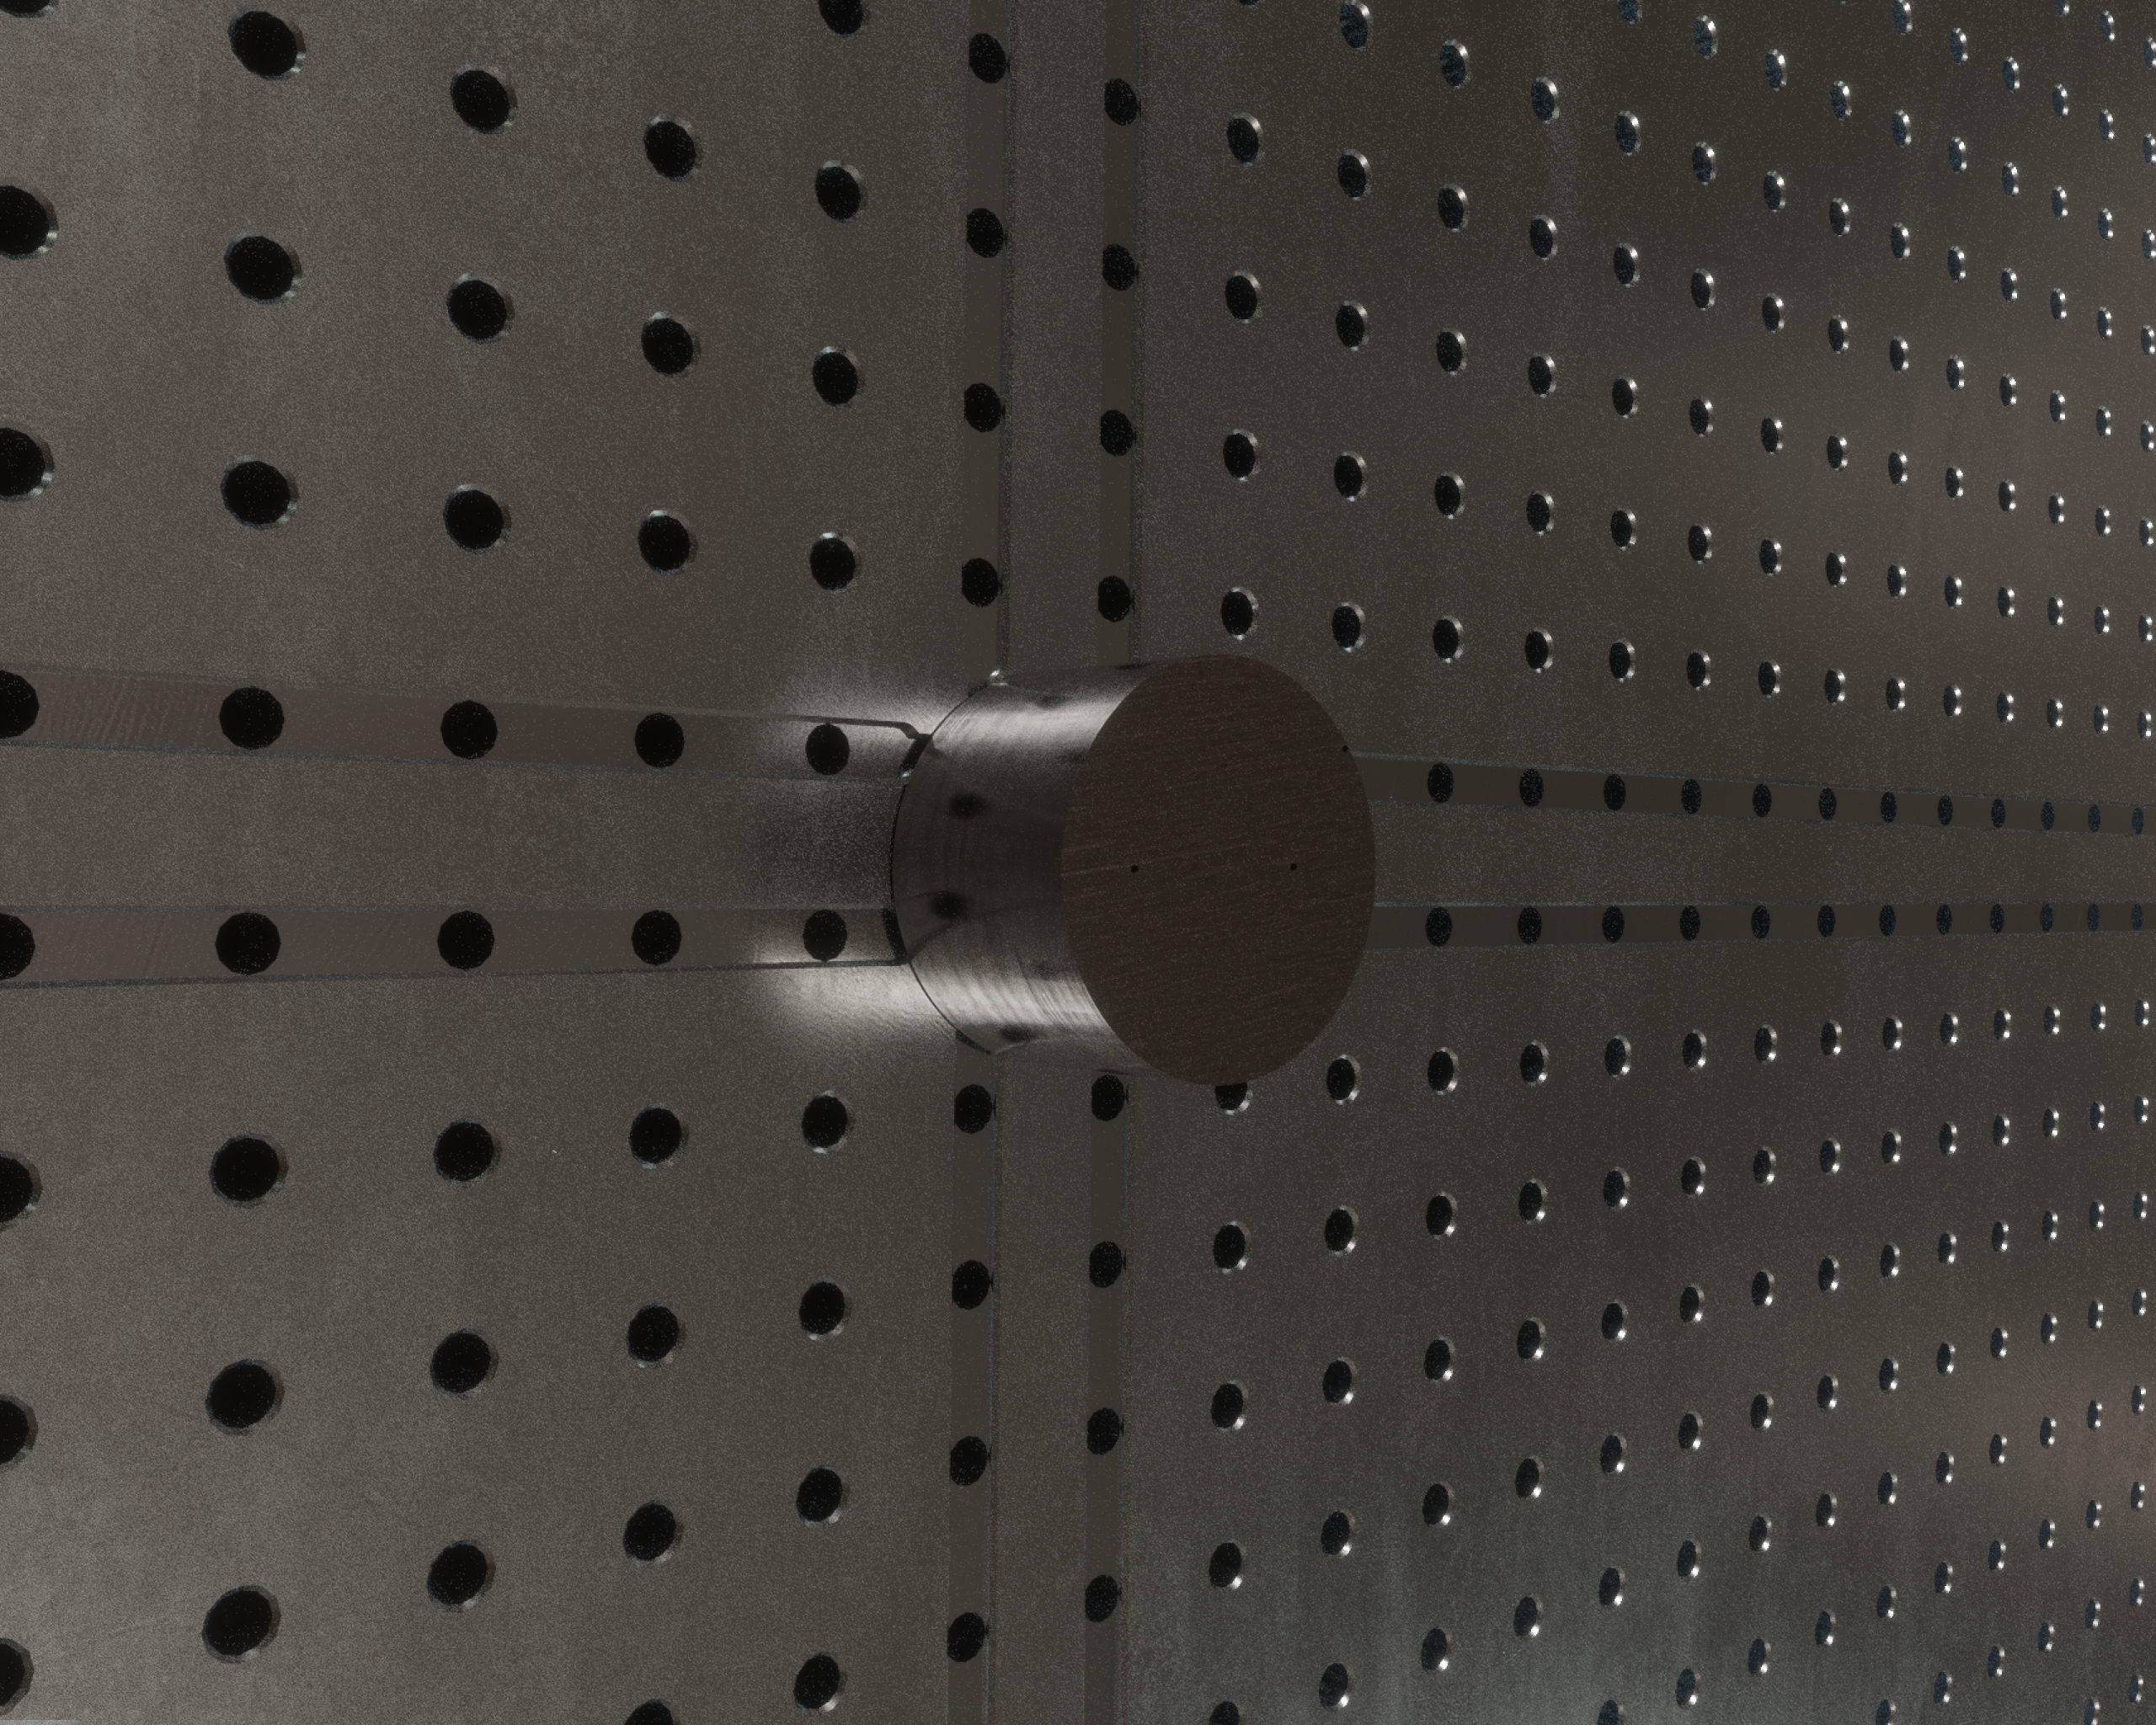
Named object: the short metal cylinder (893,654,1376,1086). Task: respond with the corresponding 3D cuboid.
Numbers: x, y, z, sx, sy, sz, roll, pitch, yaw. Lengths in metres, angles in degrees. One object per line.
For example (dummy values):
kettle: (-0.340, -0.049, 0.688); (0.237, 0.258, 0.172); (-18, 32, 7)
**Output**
short metal cylinder: (0.012, 0.001, 0.404); (0.081, 0.050, 0.079); (0, 90, -40)
